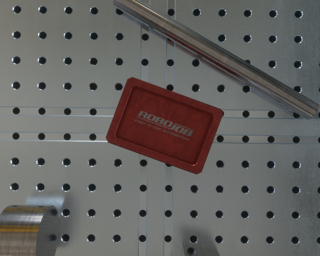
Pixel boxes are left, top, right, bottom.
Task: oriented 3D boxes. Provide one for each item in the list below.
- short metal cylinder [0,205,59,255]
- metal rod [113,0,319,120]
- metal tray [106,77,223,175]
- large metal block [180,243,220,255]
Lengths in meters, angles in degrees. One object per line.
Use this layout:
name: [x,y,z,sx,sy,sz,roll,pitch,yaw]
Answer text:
short metal cylinder: [-0.164,0.137,0.385,0.050,0.080,0.079,1,90,0]
metal rod: [0.075,-0.097,0.413,0.301,0.025,0.025,30,90,0]
metal tray: [0.006,-0.003,0.410,0.131,0.030,0.090,20,90,0]
large metal block: [0.047,0.203,0.386,0.050,0.080,0.080,13,90,0]
